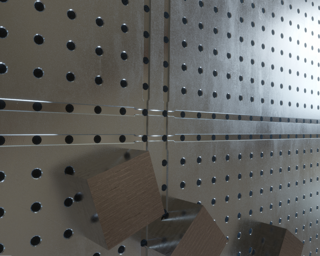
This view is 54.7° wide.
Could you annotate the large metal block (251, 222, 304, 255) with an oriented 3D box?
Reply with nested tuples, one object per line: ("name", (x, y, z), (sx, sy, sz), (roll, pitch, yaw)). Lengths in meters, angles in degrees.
("large metal block", (0.220, 0.236, 0.582), (0.080, 0.050, 0.080), (41, 65, -33))

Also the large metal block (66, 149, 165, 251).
("large metal block", (-0.049, 0.076, 0.354), (0.081, 0.050, 0.079), (-23, 105, -38))

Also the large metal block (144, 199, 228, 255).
("large metal block", (0.039, 0.159, 0.428), (0.080, 0.050, 0.080), (-49, 119, -29))
